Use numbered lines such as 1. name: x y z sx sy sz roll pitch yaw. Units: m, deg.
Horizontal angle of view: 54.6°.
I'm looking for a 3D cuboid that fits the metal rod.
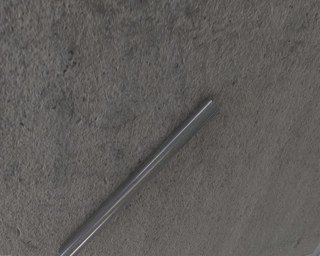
1. metal rod: -0.031 0.074 0.434 0.300 0.025 0.025 -46 129 4
